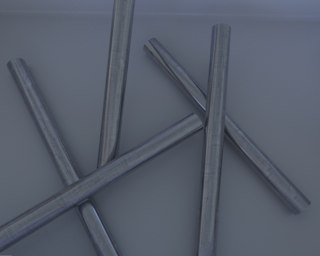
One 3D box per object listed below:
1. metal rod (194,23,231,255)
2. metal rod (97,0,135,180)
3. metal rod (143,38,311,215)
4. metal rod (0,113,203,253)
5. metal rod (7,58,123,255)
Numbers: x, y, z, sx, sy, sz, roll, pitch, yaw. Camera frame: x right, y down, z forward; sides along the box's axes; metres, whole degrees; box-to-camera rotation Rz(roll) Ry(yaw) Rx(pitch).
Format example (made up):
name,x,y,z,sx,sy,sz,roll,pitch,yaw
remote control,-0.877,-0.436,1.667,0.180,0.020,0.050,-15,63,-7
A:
name,x,y,z,sx,sy,sz,roll,pitch,yaw
metal rod,0.067,0.012,0.384,0.025,0.025,0.299,6,78,2
metal rod,-0.050,-0.082,0.374,0.025,0.025,0.298,7,95,2
metal rod,0.079,-0.012,0.415,0.025,0.025,0.300,-37,75,-13
metal rod,-0.079,0.066,0.355,0.302,0.025,0.025,-30,73,-14
metal rod,-0.129,0.031,0.396,0.025,0.025,0.299,-29,73,-10
